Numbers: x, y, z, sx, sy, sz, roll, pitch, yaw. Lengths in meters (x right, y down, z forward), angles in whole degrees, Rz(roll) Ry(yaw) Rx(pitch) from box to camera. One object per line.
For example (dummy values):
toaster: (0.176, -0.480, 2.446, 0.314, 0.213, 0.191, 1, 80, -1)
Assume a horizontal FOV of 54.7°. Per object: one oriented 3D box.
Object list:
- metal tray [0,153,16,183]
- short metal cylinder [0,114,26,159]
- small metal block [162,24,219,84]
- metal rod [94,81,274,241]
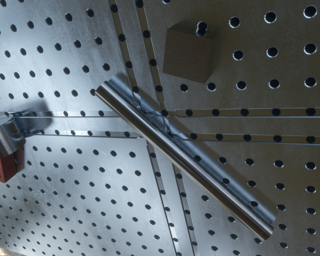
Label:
metal tray: (-0.350, 0.045, 0.613, 0.130, 0.030, 0.089, 25, 131, 12)
short metal cylinder: (-0.281, 0.017, 0.531, 0.080, 0.080, 0.050, -4, 117, 29)
small metal block: (0.033, -0.082, 0.342, 0.050, 0.025, 0.050, 18, 126, 17)
metal rod: (0.033, 0.045, 0.420, 0.300, 0.025, 0.025, 41, 129, -1)
